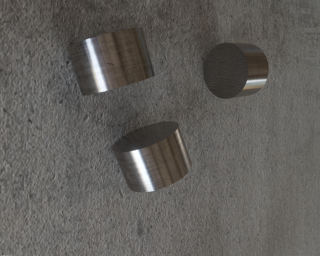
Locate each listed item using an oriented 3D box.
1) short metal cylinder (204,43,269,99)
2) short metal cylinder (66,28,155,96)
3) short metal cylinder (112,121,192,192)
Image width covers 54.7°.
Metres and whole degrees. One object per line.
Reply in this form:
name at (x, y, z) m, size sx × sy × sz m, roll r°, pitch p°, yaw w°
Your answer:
short metal cylinder at (0.112, -0.086, 0.463) m, size 0.050 × 0.080 × 0.079 m, roll -11°, pitch 97°, yaw -40°
short metal cylinder at (-0.051, -0.069, 0.326) m, size 0.081 × 0.080 × 0.050 m, roll -25°, pitch 106°, yaw -37°
short metal cylinder at (-0.009, 0.031, 0.361) m, size 0.081 × 0.080 × 0.050 m, roll -31°, pitch 110°, yaw -36°
